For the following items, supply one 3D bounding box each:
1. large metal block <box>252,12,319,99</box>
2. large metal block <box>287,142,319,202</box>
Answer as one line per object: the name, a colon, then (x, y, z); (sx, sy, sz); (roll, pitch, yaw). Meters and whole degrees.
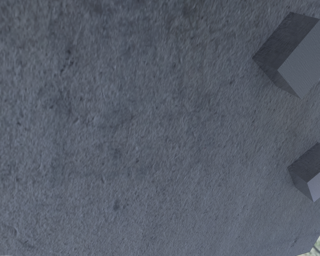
large metal block: (0.191, -0.101, 0.436); (0.080, 0.050, 0.080); (32, 100, -39)
large metal block: (0.313, 0.089, 0.621); (0.080, 0.050, 0.080); (-39, 130, -2)
